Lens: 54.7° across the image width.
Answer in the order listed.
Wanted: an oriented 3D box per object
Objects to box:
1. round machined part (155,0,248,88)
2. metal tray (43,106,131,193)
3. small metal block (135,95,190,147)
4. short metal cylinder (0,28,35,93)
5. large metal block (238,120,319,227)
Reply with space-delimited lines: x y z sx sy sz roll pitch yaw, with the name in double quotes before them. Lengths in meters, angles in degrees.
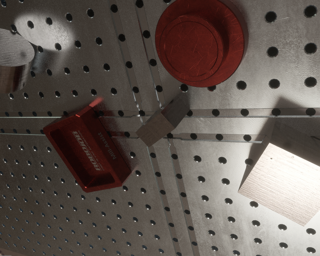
"round machined part" 0.039 -0.087 0.325 0.098 0.042 0.097 13 124 20
"metal tray" -0.115 0.038 0.489 0.090 0.030 0.130 -17 110 34
"small metal block" 0.004 -0.009 0.387 0.025 0.050 0.050 48 129 -6
"short metal cylinder" -0.223 -0.094 0.432 0.080 0.080 0.050 38 129 2
"large metal block" 0.146 0.051 0.349 0.080 0.050 0.079 27 128 11
